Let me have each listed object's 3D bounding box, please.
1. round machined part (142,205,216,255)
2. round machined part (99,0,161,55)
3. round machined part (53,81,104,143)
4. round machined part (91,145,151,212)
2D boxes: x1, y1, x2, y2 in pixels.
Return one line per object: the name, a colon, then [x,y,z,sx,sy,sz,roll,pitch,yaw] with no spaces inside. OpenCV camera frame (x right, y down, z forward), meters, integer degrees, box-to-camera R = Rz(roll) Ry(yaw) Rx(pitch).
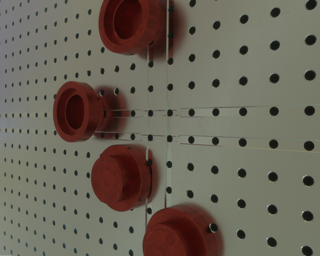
round machined part: [0.017,0.149,0.386,0.098,0.042,0.097,0,90,40]
round machined part: [-0.038,-0.150,0.431,0.098,0.042,0.097,0,90,40]
round machined part: [-0.129,-0.026,0.507,0.098,0.042,0.097,0,90,40]
round machined part: [-0.063,0.073,0.452,0.098,0.042,0.097,0,90,40]
